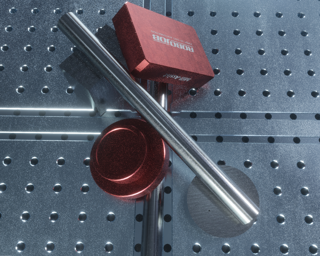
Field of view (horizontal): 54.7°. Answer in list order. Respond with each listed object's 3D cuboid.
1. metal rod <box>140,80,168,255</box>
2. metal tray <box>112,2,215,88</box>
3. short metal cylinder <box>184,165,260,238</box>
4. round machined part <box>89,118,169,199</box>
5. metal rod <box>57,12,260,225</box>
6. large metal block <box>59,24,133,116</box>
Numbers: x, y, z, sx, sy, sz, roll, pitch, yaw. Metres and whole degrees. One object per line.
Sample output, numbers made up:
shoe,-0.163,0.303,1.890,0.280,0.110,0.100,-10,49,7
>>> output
metal rod,-0.004,0.015,0.406,0.025,0.025,0.299,2,70,0
metal tray,0.008,-0.104,0.405,0.131,0.030,0.090,1,62,-45
short metal cylinder,0.070,0.088,0.367,0.081,0.050,0.080,0,70,0
round machined part,-0.041,0.033,0.373,0.098,0.042,0.098,-6,69,16
metal rod,-0.007,-0.016,0.342,0.025,0.025,0.300,-42,83,-14
large metal block,-0.075,-0.073,0.409,0.050,0.080,0.080,40,75,13
